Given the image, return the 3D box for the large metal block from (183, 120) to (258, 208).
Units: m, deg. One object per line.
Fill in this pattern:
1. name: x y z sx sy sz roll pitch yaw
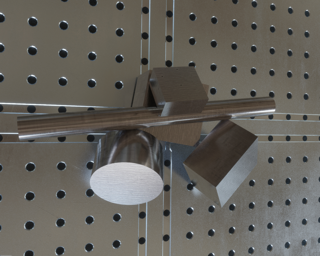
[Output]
1. large metal block: 0.082 0.046 0.403 0.080 0.050 0.080 -47 148 -14

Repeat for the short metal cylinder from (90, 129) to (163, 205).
1. short metal cylinder: -0.037 0.046 0.360 0.080 0.080 0.050 21 41 -19

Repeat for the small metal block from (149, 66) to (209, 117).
1. small metal block: 0.020 -0.042 0.350 0.050 0.025 0.050 -6 57 -20

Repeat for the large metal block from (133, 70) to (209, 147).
1. large metal block: 0.009 -0.023 0.399 0.081 0.050 0.080 11 86 -20

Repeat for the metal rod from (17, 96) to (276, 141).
1. metal rod: 0.002 -0.014 0.357 0.303 0.025 0.025 -6 92 -20
